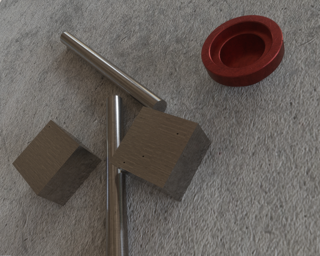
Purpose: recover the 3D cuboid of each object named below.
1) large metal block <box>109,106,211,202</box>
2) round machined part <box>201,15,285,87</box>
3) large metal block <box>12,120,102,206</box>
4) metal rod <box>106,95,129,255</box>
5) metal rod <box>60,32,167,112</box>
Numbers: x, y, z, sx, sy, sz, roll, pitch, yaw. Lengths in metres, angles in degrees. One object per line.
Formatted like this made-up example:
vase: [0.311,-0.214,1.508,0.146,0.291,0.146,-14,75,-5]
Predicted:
large metal block: [0.001,0.029,0.368,0.080,0.050,0.080,19,72,35]
round machined part: [0.106,-0.092,0.393,0.098,0.042,0.098,-13,56,20]
large metal block: [-0.144,0.047,0.432,0.080,0.050,0.080,32,79,37]
metal rod: [-0.054,0.083,0.379,0.025,0.025,0.299,-18,55,17]
metal rod: [-0.092,-0.101,0.511,0.025,0.025,0.300,-47,52,-5]
